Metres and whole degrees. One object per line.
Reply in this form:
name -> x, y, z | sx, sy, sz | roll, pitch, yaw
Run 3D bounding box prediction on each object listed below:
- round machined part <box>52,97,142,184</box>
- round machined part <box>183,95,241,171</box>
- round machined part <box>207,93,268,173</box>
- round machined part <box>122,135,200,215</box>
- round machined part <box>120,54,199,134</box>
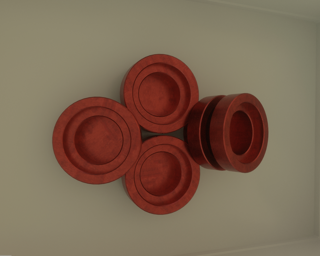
round machined part -> -0.070, 0.014, 0.363 | 0.099, 0.042, 0.097 | 0, 90, 1
round machined part -> 0.069, 0.006, 0.414 | 0.099, 0.042, 0.097 | 1, 89, -42
round machined part -> 0.093, 0.006, 0.393 | 0.099, 0.042, 0.097 | 0, 90, -42
round machined part -> -0.002, 0.057, 0.398 | 0.099, 0.042, 0.097 | 0, 90, -20
round machined part -> -0.003, -0.042, 0.398 | 0.099, 0.042, 0.097 | 0, 90, -20
